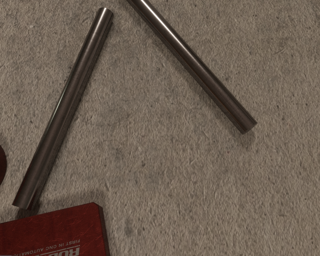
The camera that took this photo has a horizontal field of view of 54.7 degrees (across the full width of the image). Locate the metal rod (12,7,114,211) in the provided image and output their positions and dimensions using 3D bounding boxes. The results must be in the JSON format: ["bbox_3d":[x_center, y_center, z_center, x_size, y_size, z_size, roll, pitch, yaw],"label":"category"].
[{"bbox_3d":[-0.123,-0.039,0.420,0.025,0.025,0.299,15,70,5],"label":"metal rod"}]

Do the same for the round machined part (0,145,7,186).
[{"bbox_3d":[-0.247,0.047,0.379,0.099,0.042,0.098,0,70,-1],"label":"round machined part"}]

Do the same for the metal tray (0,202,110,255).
[{"bbox_3d":[-0.126,0.144,0.351,0.131,0.030,0.090,-12,71,-5],"label":"metal tray"}]

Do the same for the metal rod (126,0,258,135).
[{"bbox_3d":[0.031,-0.113,0.449,0.025,0.025,0.300,-34,74,-12],"label":"metal rod"}]
